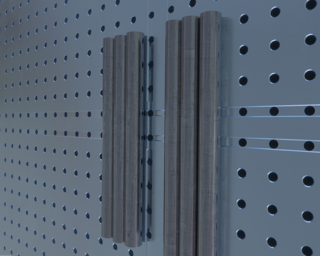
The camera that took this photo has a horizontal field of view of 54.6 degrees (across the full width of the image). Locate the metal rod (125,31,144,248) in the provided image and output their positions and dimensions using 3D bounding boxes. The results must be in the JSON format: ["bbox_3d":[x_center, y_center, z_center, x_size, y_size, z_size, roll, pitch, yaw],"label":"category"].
[{"bbox_3d":[-0.036,0.016,0.440,0.025,0.025,0.298,1,91,40],"label":"metal rod"}]

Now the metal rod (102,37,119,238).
[{"bbox_3d":[-0.075,0.015,0.472,0.025,0.025,0.298,1,91,40],"label":"metal rod"}]

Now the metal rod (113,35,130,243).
[{"bbox_3d":[-0.055,0.016,0.456,0.025,0.025,0.298,1,91,40],"label":"metal rod"}]

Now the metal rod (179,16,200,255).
[{"bbox_3d":[0.037,0.017,0.379,0.025,0.025,0.298,1,91,40],"label":"metal rod"}]

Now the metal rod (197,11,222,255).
[{"bbox_3d":[0.058,0.017,0.362,0.025,0.025,0.298,1,91,40],"label":"metal rod"}]

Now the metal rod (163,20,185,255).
[{"bbox_3d":[0.018,0.016,0.395,0.025,0.025,0.298,1,91,40],"label":"metal rod"}]
